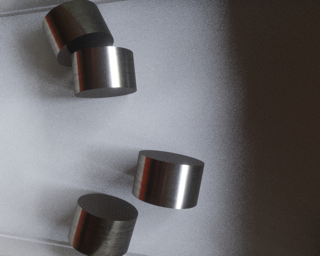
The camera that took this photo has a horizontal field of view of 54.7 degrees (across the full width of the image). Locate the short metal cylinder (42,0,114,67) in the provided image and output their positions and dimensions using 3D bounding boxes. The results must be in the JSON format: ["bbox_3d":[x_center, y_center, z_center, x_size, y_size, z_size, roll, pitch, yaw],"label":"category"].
[{"bbox_3d":[-0.110,-0.126,0.420,0.080,0.080,0.050,-29,81,17],"label":"short metal cylinder"}]

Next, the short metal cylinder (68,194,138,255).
[{"bbox_3d":[-0.074,0.126,0.407,0.080,0.080,0.050,18,96,19],"label":"short metal cylinder"}]

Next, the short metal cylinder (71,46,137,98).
[{"bbox_3d":[-0.073,-0.070,0.407,0.080,0.080,0.050,-6,88,20],"label":"short metal cylinder"}]

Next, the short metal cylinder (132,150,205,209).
[{"bbox_3d":[0.010,0.060,0.378,0.080,0.080,0.050,11,94,19],"label":"short metal cylinder"}]
